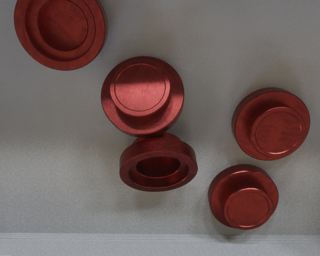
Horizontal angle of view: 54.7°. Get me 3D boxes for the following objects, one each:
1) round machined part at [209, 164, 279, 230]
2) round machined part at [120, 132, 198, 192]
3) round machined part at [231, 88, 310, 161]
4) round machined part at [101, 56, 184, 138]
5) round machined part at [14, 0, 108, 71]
[{"bbox_3d":[0.121,0.105,0.442,0.099,0.042,0.097,0,110,0],"label":"round machined part"},{"bbox_3d":[-0.003,0.041,0.403,0.099,0.042,0.097,-3,141,-3],"label":"round machined part"},{"bbox_3d":[0.147,-0.001,0.403,0.099,0.042,0.097,0,110,0],"label":"round machined part"},{"bbox_3d":[-0.021,-0.040,0.362,0.099,0.042,0.098,-1,76,3],"label":"round machined part"},{"bbox_3d":[-0.109,-0.118,0.356,0.099,0.042,0.097,0,113,-1],"label":"round machined part"}]
